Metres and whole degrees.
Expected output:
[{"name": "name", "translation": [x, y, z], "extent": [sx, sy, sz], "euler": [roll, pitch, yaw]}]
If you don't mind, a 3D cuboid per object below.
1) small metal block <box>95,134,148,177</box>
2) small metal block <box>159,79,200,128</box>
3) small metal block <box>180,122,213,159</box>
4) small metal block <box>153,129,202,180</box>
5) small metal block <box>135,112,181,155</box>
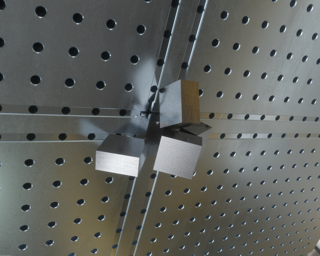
[{"name": "small metal block", "translation": [-0.045, 0.032, 0.376], "extent": [0.050, 0.050, 0.025], "euler": [9, 113, 6]}, {"name": "small metal block", "translation": [0.023, -0.027, 0.377], "extent": [0.025, 0.050, 0.050], "euler": [3, 81, -29]}, {"name": "small metal block", "translation": [0.045, 0.021, 0.434], "extent": [0.050, 0.025, 0.050], "euler": [-22, 134, -55]}, {"name": "small metal block", "translation": [0.023, 0.032, 0.395], "extent": [0.050, 0.025, 0.050], "euler": [14, 115, 1]}, {"name": "small metal block", "translation": [-0.003, 0.009, 0.414], "extent": [0.050, 0.025, 0.050], "euler": [2, 117, -29]}]
